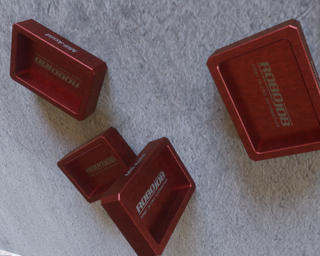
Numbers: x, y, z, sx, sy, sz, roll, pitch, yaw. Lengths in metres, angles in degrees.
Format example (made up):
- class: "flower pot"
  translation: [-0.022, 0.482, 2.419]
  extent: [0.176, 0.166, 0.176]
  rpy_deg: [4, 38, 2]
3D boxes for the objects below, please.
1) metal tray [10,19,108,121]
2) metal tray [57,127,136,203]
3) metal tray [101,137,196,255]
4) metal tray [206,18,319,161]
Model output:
- class: "metal tray"
  translation: [-0.144, -0.079, 0.428]
  extent: [0.130, 0.030, 0.089]
  rpy_deg: [31, 128, 7]
- class: "metal tray"
  translation: [-0.094, 0.063, 0.489]
  extent: [0.130, 0.030, 0.090]
  rpy_deg: [-28, 104, 37]
- class: "metal tray"
  translation: [-0.007, 0.082, 0.392]
  extent: [0.030, 0.131, 0.090]
  rpy_deg: [-21, 108, 35]
- class: "metal tray"
  translation: [0.116, -0.033, 0.321]
  extent: [0.090, 0.030, 0.130]
  rpy_deg: [-17, 110, 34]
